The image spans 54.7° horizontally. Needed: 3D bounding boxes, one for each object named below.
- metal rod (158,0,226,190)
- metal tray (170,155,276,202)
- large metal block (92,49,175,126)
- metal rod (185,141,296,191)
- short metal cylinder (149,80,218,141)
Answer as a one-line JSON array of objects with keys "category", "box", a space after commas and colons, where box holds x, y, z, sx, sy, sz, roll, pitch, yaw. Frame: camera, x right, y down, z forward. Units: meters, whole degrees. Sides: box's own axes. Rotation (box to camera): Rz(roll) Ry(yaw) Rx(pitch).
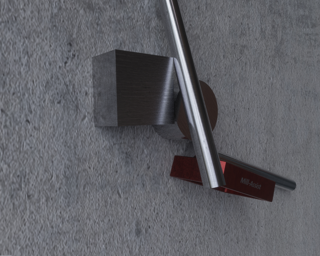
[{"category": "metal rod", "box": [0.029, -0.077, 0.375, 0.025, 0.025, 0.299, -3, 75, -40]}, {"category": "metal tray", "box": [0.090, 0.073, 0.440, 0.131, 0.090, 0.030, 23, 76, -38]}, {"category": "large metal block", "box": [-0.030, -0.043, 0.365, 0.081, 0.050, 0.079, -3, 92, -40]}, {"category": "metal rod", "box": [0.155, 0.074, 0.538, 0.302, 0.025, 0.025, 21, 77, -38]}, {"category": "short metal cylinder", "box": [0.033, -0.023, 0.418, 0.081, 0.050, 0.079, 0, 90, -40]}]
